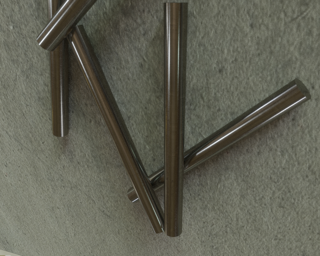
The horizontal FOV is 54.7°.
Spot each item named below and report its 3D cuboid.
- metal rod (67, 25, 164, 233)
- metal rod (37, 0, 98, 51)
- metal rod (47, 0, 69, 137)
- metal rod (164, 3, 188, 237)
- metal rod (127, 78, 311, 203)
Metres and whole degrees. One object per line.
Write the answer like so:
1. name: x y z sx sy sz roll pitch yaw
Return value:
1. metal rod: -0.053 0.011 0.419 0.025 0.025 0.298 -13 105 33
2. metal rod: -0.035 -0.175 0.299 0.299 0.025 0.025 -34 100 33
3. metal rod: -0.132 -0.112 0.404 0.025 0.025 0.298 22 127 14
4. metal rod: 0.017 0.008 0.377 0.025 0.025 0.298 10 115 22
5. metal rod: 0.050 0.034 0.400 0.025 0.025 0.299 47 129 -5
